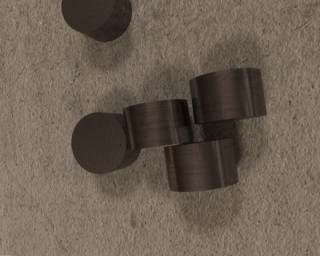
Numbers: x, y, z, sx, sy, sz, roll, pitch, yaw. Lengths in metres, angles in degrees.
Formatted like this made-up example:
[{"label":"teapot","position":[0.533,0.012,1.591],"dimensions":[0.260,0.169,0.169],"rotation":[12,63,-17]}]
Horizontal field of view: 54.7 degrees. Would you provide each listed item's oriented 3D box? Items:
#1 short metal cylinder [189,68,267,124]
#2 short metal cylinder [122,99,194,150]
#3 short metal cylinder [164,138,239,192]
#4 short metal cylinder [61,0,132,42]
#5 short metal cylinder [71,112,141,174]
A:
[{"label":"short metal cylinder","position":[0.077,-0.034,0.352],"dimensions":[0.080,0.080,0.050],"rotation":[-8,88,19]},{"label":"short metal cylinder","position":[-0.002,-0.003,0.380],"dimensions":[0.080,0.080,0.050],"rotation":[-9,87,19]},{"label":"short metal cylinder","position":[0.048,0.042,0.363],"dimensions":[0.080,0.080,0.050],"rotation":[-9,87,19]},{"label":"short metal cylinder","position":[-0.086,-0.164,0.425],"dimensions":[0.080,0.050,0.079],"rotation":[0,90,19]},{"label":"short metal cylinder","position":[-0.071,0.019,0.420],"dimensions":[0.080,0.050,0.079],"rotation":[0,90,19]}]
